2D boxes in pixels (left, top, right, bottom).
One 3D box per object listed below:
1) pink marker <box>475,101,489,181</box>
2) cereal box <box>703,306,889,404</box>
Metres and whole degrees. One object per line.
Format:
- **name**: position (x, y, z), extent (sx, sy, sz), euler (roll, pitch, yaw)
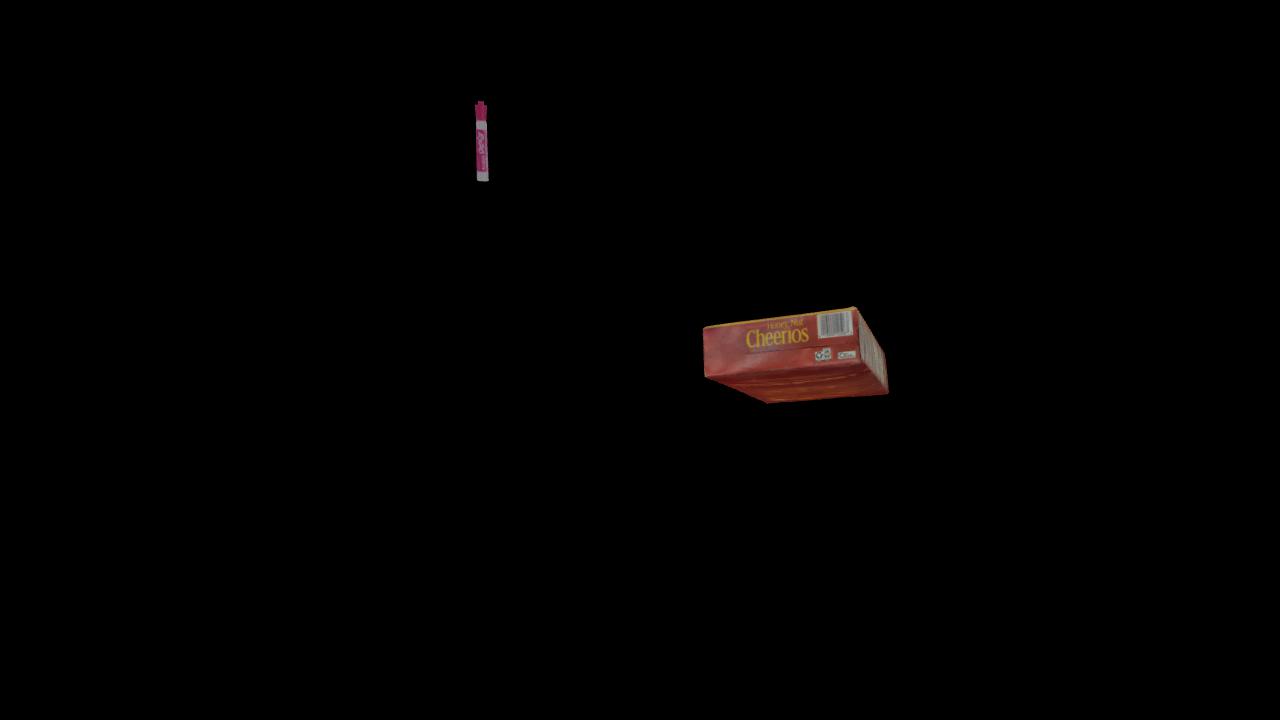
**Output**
- **pink marker**: position (-0.253, -0.349, 0.985), extent (0.020, 0.121, 0.020), euler (4, 23, -2)
- **cereal box**: position (0.239, 0.005, 0.900), extent (0.203, 0.081, 0.306), euler (-7, -13, 27)
